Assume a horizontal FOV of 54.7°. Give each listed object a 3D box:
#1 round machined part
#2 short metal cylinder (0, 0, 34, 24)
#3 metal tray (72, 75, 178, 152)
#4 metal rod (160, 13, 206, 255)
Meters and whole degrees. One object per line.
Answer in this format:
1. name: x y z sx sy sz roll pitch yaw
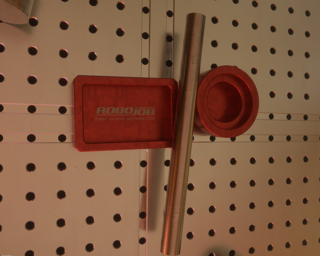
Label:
1. round machined part: 0.085 -0.036 0.435 0.099 0.042 0.097 0 90 -20
2. short metal cylinder: -0.172 -0.149 0.320 0.081 0.080 0.050 13 86 -20
3. metal tray: -0.042 -0.018 0.394 0.131 0.030 0.089 -1 91 -20
4. metal rod: 0.029 0.005 0.390 0.025 0.025 0.298 8 87 -20
